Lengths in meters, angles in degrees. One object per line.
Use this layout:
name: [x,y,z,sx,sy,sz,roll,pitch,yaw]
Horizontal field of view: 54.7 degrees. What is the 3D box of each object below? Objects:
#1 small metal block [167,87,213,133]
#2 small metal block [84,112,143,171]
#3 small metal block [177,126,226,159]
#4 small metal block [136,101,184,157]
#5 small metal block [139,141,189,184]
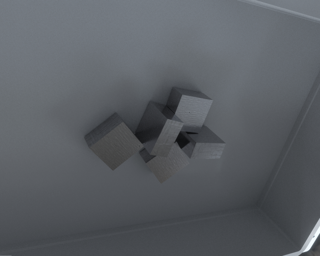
small metal block: [0.035,-0.023,0.413,0.050,0.025,0.050,6,115,-32]
small metal block: [-0.057,0.018,0.387,0.050,0.025,0.050,-38,130,-3]
small metal block: [0.054,0.019,0.433,0.050,0.050,0.025,3,117,-30]
small metal block: [-0.002,0.001,0.391,0.025,0.050,0.050,13,111,-34]
small metal block: [0.007,0.043,0.438,0.050,0.025,0.050,-35,129,-5]
